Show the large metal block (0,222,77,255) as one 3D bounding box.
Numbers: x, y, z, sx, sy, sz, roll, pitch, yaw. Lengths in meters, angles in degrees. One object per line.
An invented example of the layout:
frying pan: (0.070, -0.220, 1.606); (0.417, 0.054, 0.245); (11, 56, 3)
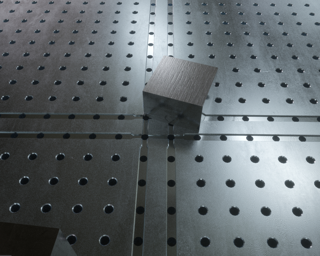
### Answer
large metal block: (-0.124, 0.122, 0.269); (0.080, 0.080, 0.050); (5, 50, 4)

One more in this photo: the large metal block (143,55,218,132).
large metal block: (0.029, -0.050, 0.434); (0.080, 0.050, 0.080); (16, 52, 13)
